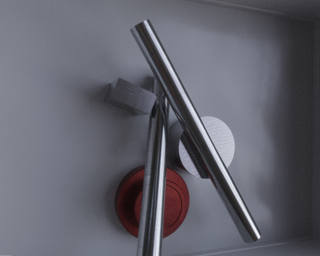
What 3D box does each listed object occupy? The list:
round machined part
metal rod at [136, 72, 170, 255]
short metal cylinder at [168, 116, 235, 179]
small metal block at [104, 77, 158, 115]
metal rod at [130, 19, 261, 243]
[{"bbox_3d":[-0.006,0.098,0.401,0.099,0.042,0.097,0,90,-21],"label":"round machined part"},{"bbox_3d":[-0.006,0.059,0.344,0.025,0.025,0.299,16,60,-20],"label":"metal rod"},{"bbox_3d":[0.052,0.025,0.418,0.081,0.050,0.079,0,90,-20],"label":"short metal cylinder"},{"bbox_3d":[-0.038,-0.037,0.384,0.050,0.050,0.025,23,82,-19],"label":"small metal block"},{"bbox_3d":[0.048,0.012,0.376,0.025,0.025,0.299,-32,101,-17],"label":"metal rod"}]
